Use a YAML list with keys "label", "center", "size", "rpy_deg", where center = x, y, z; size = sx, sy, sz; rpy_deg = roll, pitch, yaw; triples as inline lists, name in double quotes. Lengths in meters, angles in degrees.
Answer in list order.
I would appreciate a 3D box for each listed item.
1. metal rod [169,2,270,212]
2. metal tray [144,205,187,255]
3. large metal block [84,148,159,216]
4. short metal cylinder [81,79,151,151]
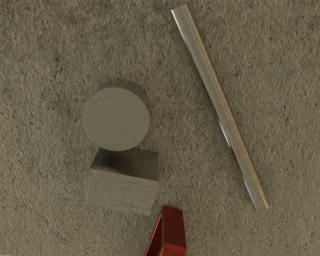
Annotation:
- label: "metal rod"
  center: [0.085, -0.013, 0.405]
  size: [0.025, 0.025, 0.299]
  rpy_deg: [-24, 109, 8]
- label: "metal tray"
  center: [0.000, 0.190, 0.445]
  size: [0.030, 0.090, 0.129]
  rpy_deg: [17, 109, -6]
- label: "large metal block"
  center: [-0.046, 0.063, 0.403]
  size: [0.081, 0.080, 0.050]
  rpy_deg: [12, 110, -5]
- label: "short metal cylinder"
  center: [-0.053, -0.018, 0.389]
  size: [0.081, 0.050, 0.079]
  rpy_deg: [0, 110, 0]
